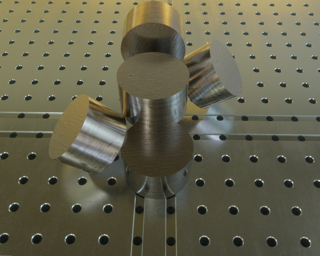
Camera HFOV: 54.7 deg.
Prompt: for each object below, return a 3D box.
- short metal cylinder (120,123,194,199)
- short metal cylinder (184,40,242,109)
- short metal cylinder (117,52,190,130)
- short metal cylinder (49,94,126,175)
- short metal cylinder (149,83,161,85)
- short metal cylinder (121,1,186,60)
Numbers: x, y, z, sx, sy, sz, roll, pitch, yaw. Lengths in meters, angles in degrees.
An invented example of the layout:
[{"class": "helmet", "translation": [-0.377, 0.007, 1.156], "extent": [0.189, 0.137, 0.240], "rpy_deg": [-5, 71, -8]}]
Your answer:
[{"class": "short metal cylinder", "translation": [-0.003, 0.035, 0.361], "extent": [0.081, 0.050, 0.080], "rpy_deg": [0, 51, 0]}, {"class": "short metal cylinder", "translation": [0.070, -0.072, 0.424], "extent": [0.050, 0.080, 0.080], "rpy_deg": [-22, 39, 36]}, {"class": "short metal cylinder", "translation": [-0.008, -0.044, 0.362], "extent": [0.081, 0.050, 0.080], "rpy_deg": [0, 50, 0]}, {"class": "short metal cylinder", "translation": [-0.084, 0.008, 0.357], "extent": [0.050, 0.080, 0.080], "rpy_deg": [31, 40, -33]}, {"class": "short metal cylinder", "translation": [-0.006, -0.069, 0.449], "extent": [0.081, 0.050, 0.080], "rpy_deg": [0, 51, 0]}, {"class": "short metal cylinder", "translation": [-0.008, -0.114, 0.401], "extent": [0.081, 0.080, 0.050], "rpy_deg": [0, 50, 0]}]
